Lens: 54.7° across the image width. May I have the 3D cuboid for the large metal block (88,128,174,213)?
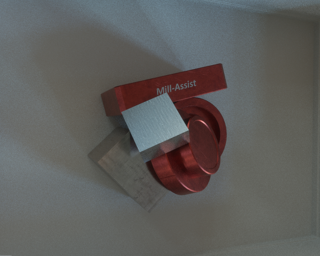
[{"bbox_3d":[-0.034,0.046,0.368,0.050,0.080,0.080,-46,105,-14],"label":"large metal block"}]

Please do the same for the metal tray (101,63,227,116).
[{"bbox_3d":[0.002,-0.045,0.375,0.131,0.090,0.030,-16,96,-20],"label":"metal tray"}]

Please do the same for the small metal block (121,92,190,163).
[{"bbox_3d":[-0.004,-0.001,0.310,0.050,0.025,0.050,-24,60,-6],"label":"small metal block"}]

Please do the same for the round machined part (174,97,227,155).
[{"bbox_3d":[0.036,0.009,0.416,0.099,0.042,0.097,0,90,-21],"label":"round machined part"}]

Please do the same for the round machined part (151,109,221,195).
[{"bbox_3d":[0.034,0.024,0.352,0.098,0.042,0.098,32,48,-43],"label":"round machined part"}]
